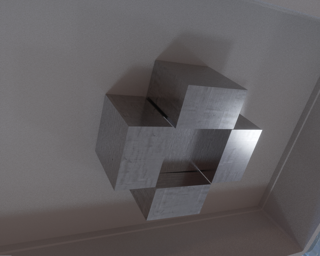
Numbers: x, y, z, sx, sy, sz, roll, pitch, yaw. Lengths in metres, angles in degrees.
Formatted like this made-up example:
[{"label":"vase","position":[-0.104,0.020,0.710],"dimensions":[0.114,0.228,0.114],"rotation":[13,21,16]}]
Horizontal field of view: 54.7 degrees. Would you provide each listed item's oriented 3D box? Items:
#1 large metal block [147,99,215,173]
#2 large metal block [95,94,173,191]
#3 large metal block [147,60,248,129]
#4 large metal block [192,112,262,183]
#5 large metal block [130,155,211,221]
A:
[{"label":"large metal block","position":[0.019,0.010,0.406],"dimensions":[0.081,0.050,0.079],"rotation":[1,118,-29]},{"label":"large metal block","position":[-0.035,0.014,0.362],"dimensions":[0.050,0.080,0.079],"rotation":[1,118,-29]},{"label":"large metal block","position":[0.041,-0.040,0.368],"dimensions":[0.081,0.080,0.050],"rotation":[1,118,-29]},{"label":"large metal block","position":[0.081,0.018,0.427],"dimensions":[0.050,0.080,0.079],"rotation":[1,118,-29]},{"label":"large metal block","position":[0.008,0.074,0.421],"dimensions":[0.081,0.080,0.050],"rotation":[2,118,-29]}]
